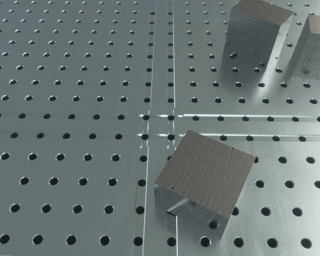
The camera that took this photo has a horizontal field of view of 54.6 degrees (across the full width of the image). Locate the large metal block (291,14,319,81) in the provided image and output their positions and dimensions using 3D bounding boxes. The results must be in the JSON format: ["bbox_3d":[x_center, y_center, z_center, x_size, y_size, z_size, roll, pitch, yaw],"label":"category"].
[{"bbox_3d":[0.255,-0.119,0.473,0.080,0.080,0.050,11,51,9],"label":"large metal block"}]

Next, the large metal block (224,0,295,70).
[{"bbox_3d":[0.157,-0.154,0.503,0.080,0.080,0.050,32,57,24],"label":"large metal block"}]

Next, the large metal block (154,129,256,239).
[{"bbox_3d":[0.049,0.059,0.342,0.080,0.050,0.080,23,54,18],"label":"large metal block"}]
